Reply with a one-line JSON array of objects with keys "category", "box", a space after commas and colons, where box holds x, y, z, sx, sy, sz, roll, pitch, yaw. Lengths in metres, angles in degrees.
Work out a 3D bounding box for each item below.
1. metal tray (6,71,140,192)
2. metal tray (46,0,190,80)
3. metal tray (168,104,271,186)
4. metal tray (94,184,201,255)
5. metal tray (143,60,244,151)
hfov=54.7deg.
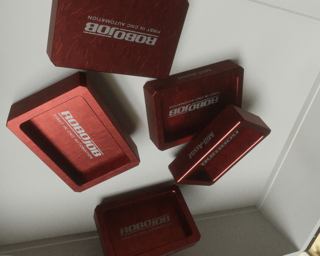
[{"category": "metal tray", "box": [-0.090, 0.011, 0.349, 0.090, 0.030, 0.130, -26, 129, 5]}, {"category": "metal tray", "box": [-0.042, -0.103, 0.320, 0.131, 0.030, 0.089, 2, 118, -30]}, {"category": "metal tray", "box": [0.085, 0.031, 0.442, 0.091, 0.030, 0.129, 15, 125, -47]}, {"category": "metal tray", "box": [-0.019, 0.140, 0.441, 0.131, 0.090, 0.030, -11, 147, -23]}, {"category": "metal tray", "box": [0.048, -0.031, 0.413, 0.131, 0.030, 0.089, -18, 126, -18]}]
